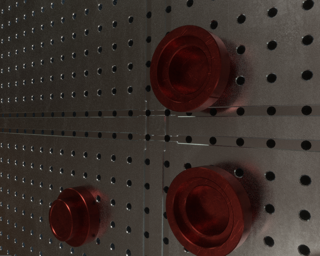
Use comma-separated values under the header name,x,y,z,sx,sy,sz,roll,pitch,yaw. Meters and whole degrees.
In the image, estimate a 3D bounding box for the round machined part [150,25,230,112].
name,x,y,z,sx,sy,sz,roll,pitch,yaw
round machined part,0.038,-0.067,0.365,0.098,0.042,0.097,0,90,39

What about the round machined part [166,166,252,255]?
name,x,y,z,sx,sy,sz,roll,pitch,yaw
round machined part,0.057,0.091,0.350,0.098,0.042,0.097,0,90,39

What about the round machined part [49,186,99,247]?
name,x,y,z,sx,sy,sz,roll,pitch,yaw
round machined part,-0.149,0.150,0.519,0.098,0.042,0.097,0,90,39
